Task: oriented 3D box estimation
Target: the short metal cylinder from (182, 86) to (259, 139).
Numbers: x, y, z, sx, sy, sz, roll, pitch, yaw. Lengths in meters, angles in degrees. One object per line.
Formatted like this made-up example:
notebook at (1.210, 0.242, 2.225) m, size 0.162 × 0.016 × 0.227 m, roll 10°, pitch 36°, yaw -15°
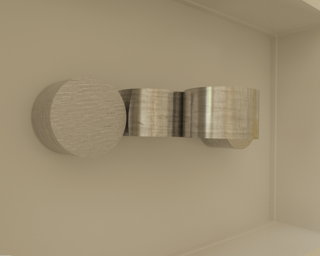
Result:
short metal cylinder at (0.065, -0.014, 0.333) m, size 0.081 × 0.080 × 0.050 m, roll 2°, pitch 89°, yaw -40°

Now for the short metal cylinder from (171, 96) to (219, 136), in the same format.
short metal cylinder at (0.052, -0.013, 0.411) m, size 0.081 × 0.080 × 0.050 m, roll 2°, pitch 89°, yaw -40°

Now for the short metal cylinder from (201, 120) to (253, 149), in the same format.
short metal cylinder at (0.103, -0.009, 0.475) m, size 0.081 × 0.050 × 0.080 m, roll 0°, pitch 90°, yaw -40°

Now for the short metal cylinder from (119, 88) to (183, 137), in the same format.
short metal cylinder at (-0.010, -0.015, 0.360) m, size 0.081 × 0.080 × 0.050 m, roll 2°, pitch 89°, yaw -40°

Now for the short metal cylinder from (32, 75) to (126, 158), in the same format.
short metal cylinder at (-0.082, -0.011, 0.319) m, size 0.081 × 0.050 × 0.080 m, roll 0°, pitch 90°, yaw -40°
